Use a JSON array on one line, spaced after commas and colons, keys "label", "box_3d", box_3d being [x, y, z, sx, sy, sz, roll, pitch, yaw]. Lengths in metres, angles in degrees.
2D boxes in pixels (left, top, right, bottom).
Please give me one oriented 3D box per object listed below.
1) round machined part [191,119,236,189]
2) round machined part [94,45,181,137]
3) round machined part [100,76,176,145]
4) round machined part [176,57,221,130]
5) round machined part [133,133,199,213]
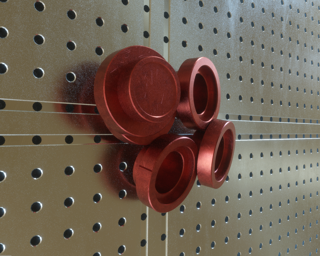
[{"label": "round machined part", "box_3d": [0.073, 0.034, 0.446, 0.099, 0.042, 0.097, -32, 127, -54]}, {"label": "round machined part", "box_3d": [-0.016, -0.039, 0.331, 0.099, 0.042, 0.097, 0, 90, -40]}, {"label": "round machined part", "box_3d": [-0.029, -0.029, 0.374, 0.099, 0.042, 0.097, 0, 90, -40]}, {"label": "round machined part", "box_3d": [0.045, -0.046, 0.426, 0.099, 0.042, 0.097, -3, 94, -56]}, {"label": "round machined part", "box_3d": [0.004, 0.053, 0.392, 0.099, 0.042, 0.097, -23, 121, -44]}]
